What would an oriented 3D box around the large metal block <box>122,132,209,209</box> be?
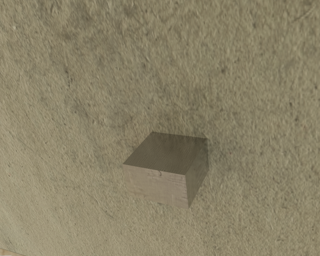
[{"bbox_3d":[0.011,0.050,0.397,0.080,0.080,0.050,7,121,25],"label":"large metal block"}]
